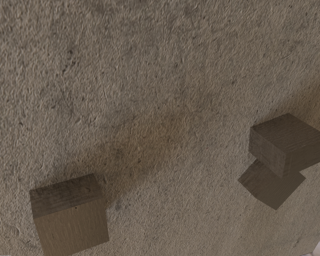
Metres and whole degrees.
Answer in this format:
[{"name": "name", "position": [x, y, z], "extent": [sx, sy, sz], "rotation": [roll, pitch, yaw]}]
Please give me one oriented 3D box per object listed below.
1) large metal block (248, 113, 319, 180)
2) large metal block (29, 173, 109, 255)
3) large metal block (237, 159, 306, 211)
[{"name": "large metal block", "position": [0.202, 0.026, 0.497], "extent": [0.081, 0.080, 0.050], "rotation": [-19, 126, -17]}, {"name": "large metal block", "position": [-0.115, 0.114, 0.399], "extent": [0.081, 0.050, 0.079], "rotation": [-14, 124, -21]}, {"name": "large metal block", "position": [0.201, 0.092, 0.557], "extent": [0.080, 0.050, 0.080], "rotation": [33, 100, -38]}]
